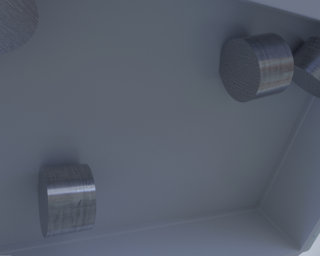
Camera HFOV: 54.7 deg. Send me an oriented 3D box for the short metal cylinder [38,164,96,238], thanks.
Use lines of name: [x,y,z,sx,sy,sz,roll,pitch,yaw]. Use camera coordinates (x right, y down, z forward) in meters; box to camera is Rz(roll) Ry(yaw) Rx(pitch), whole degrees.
short metal cylinder: [-0.112,0.083,0.365,0.050,0.080,0.079,-1,119,-29]

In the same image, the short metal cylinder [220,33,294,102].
short metal cylinder: [0.120,-0.077,0.393,0.050,0.080,0.079,-15,125,-20]

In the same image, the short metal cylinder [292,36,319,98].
short metal cylinder: [0.229,-0.086,0.448,0.050,0.080,0.080,-49,129,6]

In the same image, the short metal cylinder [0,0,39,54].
short metal cylinder: [-0.139,-0.100,0.233,0.081,0.050,0.080,-20,156,-9]
